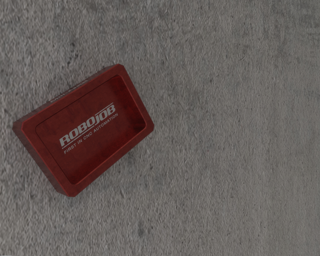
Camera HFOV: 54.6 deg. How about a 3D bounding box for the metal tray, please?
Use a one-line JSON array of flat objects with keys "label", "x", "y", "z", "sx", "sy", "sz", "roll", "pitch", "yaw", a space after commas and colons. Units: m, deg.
[{"label": "metal tray", "x": -0.075, "y": -0.001, "z": 0.337, "sx": 0.131, "sy": 0.030, "sz": 0.090, "roll": -41, "pitch": 115, "yaw": -32}]
